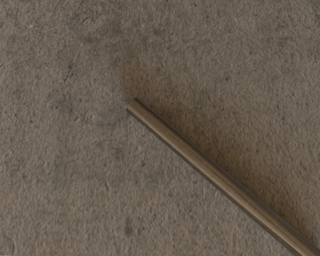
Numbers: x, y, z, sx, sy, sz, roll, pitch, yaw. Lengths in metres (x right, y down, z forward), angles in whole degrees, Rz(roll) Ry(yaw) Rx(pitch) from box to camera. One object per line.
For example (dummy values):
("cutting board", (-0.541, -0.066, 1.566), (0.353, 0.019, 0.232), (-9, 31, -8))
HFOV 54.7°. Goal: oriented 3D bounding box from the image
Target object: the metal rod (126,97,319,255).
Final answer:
("metal rod", (0.075, 0.063, 0.386), (0.300, 0.025, 0.025), (40, 75, 13))
